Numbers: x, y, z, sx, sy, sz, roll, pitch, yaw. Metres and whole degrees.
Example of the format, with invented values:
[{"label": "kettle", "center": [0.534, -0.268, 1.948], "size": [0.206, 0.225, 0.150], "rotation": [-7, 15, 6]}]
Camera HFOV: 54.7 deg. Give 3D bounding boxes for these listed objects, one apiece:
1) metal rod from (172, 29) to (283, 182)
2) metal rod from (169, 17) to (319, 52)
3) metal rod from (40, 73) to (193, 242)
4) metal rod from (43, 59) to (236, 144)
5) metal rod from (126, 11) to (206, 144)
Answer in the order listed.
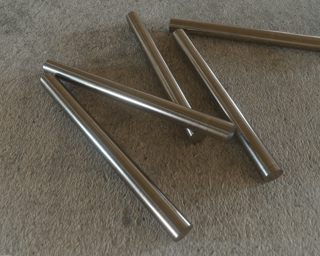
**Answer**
[{"label": "metal rod", "center": [0.081, -0.053, 0.447], "size": [0.025, 0.025, 0.300], "rotation": [-15, 52, -12]}, {"label": "metal rod", "center": [0.166, -0.160, 0.538], "size": [0.301, 0.025, 0.025], "rotation": [11, 51, 8]}, {"label": "metal rod", "center": [-0.071, 0.018, 0.387], "size": [0.025, 0.025, 0.300], "rotation": [-32, 57, -24]}, {"label": "metal rod", "center": [-0.045, -0.044, 0.420], "size": [0.300, 0.025, 0.025], "rotation": [22, 53, 24]}, {"label": "metal rod", "center": [-0.001, -0.097, 0.484], "size": [0.025, 0.025, 0.300], "rotation": [-15, 52, -12]}]
